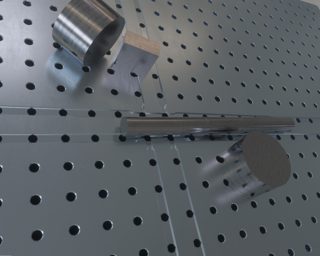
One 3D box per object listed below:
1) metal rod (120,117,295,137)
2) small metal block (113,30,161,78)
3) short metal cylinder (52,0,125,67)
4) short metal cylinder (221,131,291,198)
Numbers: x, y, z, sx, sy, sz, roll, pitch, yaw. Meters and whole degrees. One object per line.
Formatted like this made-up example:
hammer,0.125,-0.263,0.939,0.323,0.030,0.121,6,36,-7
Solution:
metal rod,0.088,-0.004,0.457,0.303,0.025,0.025,-1,62,-29
small metal block,-0.033,-0.103,0.437,0.050,0.050,0.025,18,55,-18
short metal cylinder,-0.091,-0.127,0.401,0.050,0.080,0.080,41,51,-1
short metal cylinder,0.133,0.051,0.433,0.081,0.050,0.080,14,56,-21
